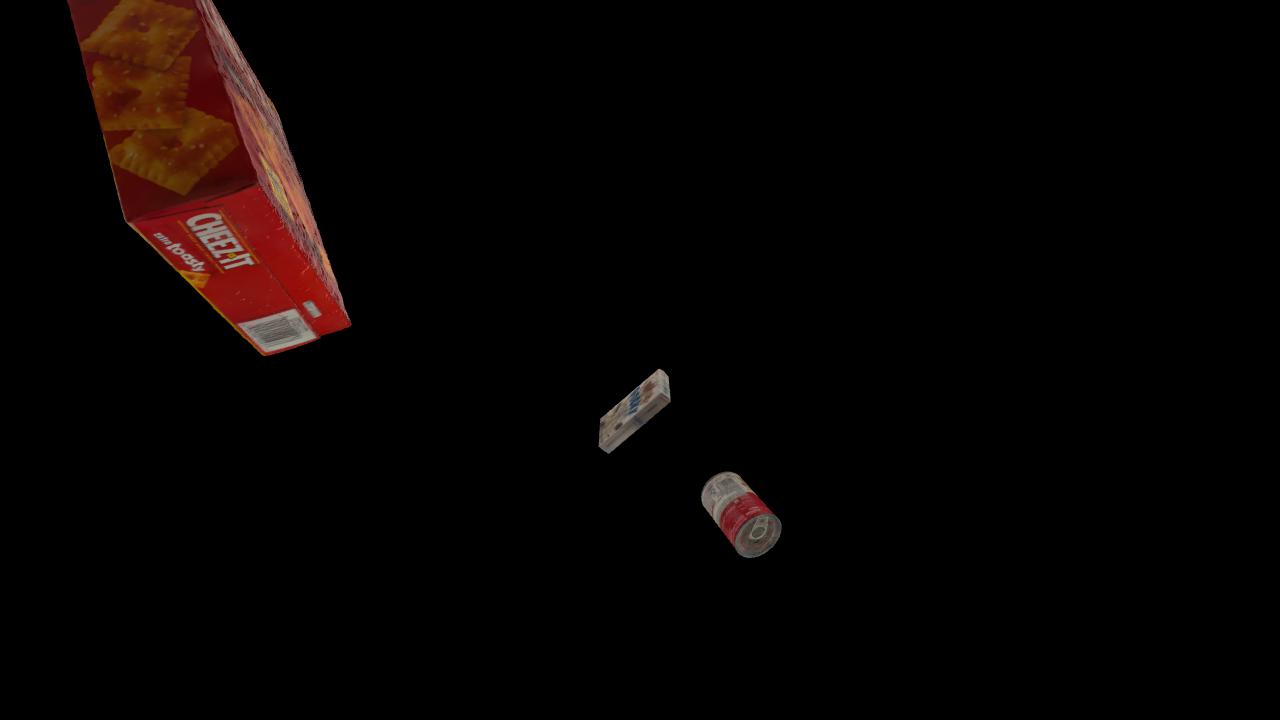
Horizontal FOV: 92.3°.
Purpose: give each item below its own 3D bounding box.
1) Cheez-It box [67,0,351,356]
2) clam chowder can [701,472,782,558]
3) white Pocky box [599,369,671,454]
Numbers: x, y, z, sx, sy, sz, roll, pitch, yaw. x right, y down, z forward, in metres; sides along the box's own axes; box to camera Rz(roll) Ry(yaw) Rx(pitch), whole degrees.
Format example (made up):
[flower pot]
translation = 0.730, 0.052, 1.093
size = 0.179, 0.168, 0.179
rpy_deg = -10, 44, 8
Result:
[Cheez-It box]
translation = -0.278, -0.136, 0.408
size = 0.071, 0.223, 0.166
rpy_deg = -23, -19, -17
[clam chowder can]
translation = 0.132, 0.203, 0.818
size = 0.068, 0.068, 0.102
rpy_deg = 0, 23, -24
[white Pocky box]
translation = -0.011, 0.089, 1.066
size = 0.028, 0.154, 0.084
rpy_deg = 40, 22, -21
